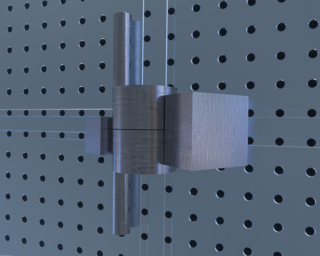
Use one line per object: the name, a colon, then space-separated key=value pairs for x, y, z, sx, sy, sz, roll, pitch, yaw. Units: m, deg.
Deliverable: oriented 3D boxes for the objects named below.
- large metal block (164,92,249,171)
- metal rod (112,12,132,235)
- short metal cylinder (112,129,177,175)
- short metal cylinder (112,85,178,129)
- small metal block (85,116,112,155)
large metal block: x=0.053 y=0.003 z=0.353 sx=0.050 sy=0.081 sz=0.079 roll=2 pitch=92 yaw=58
metal rod: x=-0.052 y=-0.006 z=0.426 sx=0.025 sy=0.025 sz=0.298 roll=0 pitch=90 yaw=20
short metal cylinder: x=-0.019 y=0.027 z=0.385 sx=0.080 sy=0.080 sz=0.050 roll=1 pitch=90 yaw=20
short metal cylinder: x=-0.019 y=-0.024 z=0.385 sx=0.080 sy=0.080 sz=0.050 roll=1 pitch=90 yaw=20
small metal block: x=-0.081 y=0.010 z=0.425 sx=0.050 sy=0.025 sz=0.050 roll=0 pitch=89 yaw=54
